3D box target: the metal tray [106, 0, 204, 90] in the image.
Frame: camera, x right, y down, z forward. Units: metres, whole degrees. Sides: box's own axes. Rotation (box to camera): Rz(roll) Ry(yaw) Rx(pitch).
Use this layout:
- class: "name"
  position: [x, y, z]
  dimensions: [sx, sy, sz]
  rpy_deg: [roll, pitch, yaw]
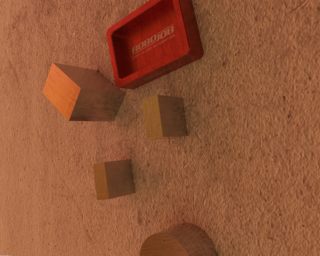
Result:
- class: "metal tray"
  position: [-0.012, -0.114, 0.411]
  dimensions: [0.130, 0.030, 0.090]
  rpy_deg: [-18, 79, 38]

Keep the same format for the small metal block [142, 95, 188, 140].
- class: "small metal block"
  position: [0.007, -0.012, 0.383]
  dimensions: [0.025, 0.050, 0.050]
  rpy_deg: [-12, 82, 39]

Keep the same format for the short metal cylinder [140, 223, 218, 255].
- class: "short metal cylinder"
  position: [0.022, 0.160, 0.371]
  dimensions: [0.080, 0.050, 0.079]
  rpy_deg: [0, 90, 40]

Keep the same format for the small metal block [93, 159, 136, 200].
- class: "small metal block"
  position: [-0.065, 0.073, 0.442]
  dimensions: [0.025, 0.050, 0.050]
  rpy_deg: [-15, 81, 39]

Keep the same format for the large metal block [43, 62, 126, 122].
- class: "large metal block"
  position: [-0.113, -0.052, 0.462]
  dimensions: [0.080, 0.081, 0.050]
  rpy_deg: [40, 114, 33]
